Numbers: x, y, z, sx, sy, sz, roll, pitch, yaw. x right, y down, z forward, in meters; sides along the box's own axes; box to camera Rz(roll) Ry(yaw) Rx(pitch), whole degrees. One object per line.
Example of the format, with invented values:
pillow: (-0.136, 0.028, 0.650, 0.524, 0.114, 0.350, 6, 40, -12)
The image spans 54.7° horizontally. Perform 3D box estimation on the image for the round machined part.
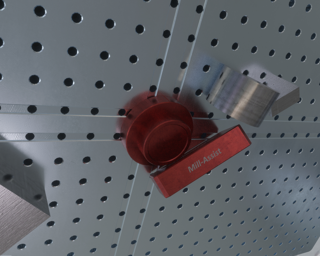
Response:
round machined part: (0.002, 0.010, 0.408, 0.099, 0.042, 0.097, -14, 124, -21)

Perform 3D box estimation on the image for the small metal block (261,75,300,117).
small metal block: (0.167, -0.048, 0.457, 0.050, 0.050, 0.025, -30, 129, -10)

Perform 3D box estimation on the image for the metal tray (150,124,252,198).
metal tray: (0.051, 0.045, 0.427, 0.131, 0.090, 0.030, -31, 86, -9)

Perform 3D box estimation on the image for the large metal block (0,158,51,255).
large metal block: (-0.187, 0.090, 0.349, 0.080, 0.050, 0.080, -38, 129, -3)

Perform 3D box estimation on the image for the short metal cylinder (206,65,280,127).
short metal cylinder: (0.108, -0.043, 0.409, 0.081, 0.080, 0.050, 15, 111, -35)
